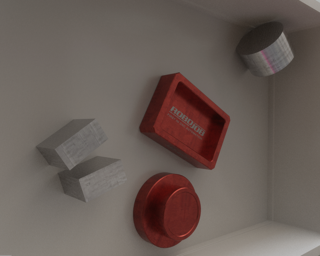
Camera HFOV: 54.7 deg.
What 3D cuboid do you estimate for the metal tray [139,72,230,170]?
[{"bbox_3d":[0.041,-0.006,0.439,0.130,0.030,0.090,34,69,-35],"label":"metal tray"}]

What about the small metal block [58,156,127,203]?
[{"bbox_3d":[-0.072,0.053,0.331,0.050,0.050,0.025,-23,105,-38],"label":"small metal block"}]

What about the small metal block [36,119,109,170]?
[{"bbox_3d":[-0.090,0.015,0.316,0.050,0.050,0.025,-42,116,-32],"label":"small metal block"}]

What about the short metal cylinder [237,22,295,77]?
[{"bbox_3d":[0.179,-0.133,0.523,0.050,0.080,0.080,47,62,-30],"label":"short metal cylinder"}]

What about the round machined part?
[{"bbox_3d":[0.017,0.110,0.412,0.099,0.042,0.097,0,90,-40],"label":"round machined part"}]
